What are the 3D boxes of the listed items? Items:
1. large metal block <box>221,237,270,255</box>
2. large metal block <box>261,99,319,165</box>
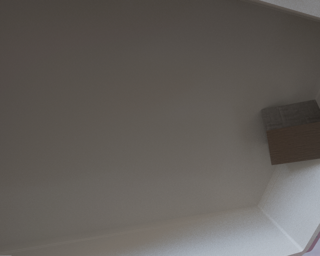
[{"bbox_3d":[0.178,0.290,0.672,0.081,0.050,0.079,2,118,-30],"label":"large metal block"},{"bbox_3d":[0.210,0.009,0.490,0.080,0.050,0.080,-11,130,16],"label":"large metal block"}]
